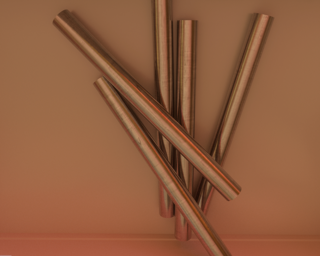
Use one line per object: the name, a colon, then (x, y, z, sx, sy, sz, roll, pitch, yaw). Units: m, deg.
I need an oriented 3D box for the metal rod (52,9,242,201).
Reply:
metal rod: (-0.011, -0.023, 0.377, 0.025, 0.025, 0.300, -43, 96, 14)

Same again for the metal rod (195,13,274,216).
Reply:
metal rod: (0.088, 0.004, 0.413, 0.025, 0.025, 0.298, 12, 110, -5)

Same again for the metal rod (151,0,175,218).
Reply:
metal rod: (0.007, -0.014, 0.406, 0.025, 0.025, 0.298, -2, 110, 0)

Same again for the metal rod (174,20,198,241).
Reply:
metal rod: (0.033, 0.016, 0.409, 0.025, 0.025, 0.298, 0, 107, 0)

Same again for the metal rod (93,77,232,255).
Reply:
metal rod: (0.009, 0.062, 0.402, 0.025, 0.025, 0.299, -33, 95, 11)
